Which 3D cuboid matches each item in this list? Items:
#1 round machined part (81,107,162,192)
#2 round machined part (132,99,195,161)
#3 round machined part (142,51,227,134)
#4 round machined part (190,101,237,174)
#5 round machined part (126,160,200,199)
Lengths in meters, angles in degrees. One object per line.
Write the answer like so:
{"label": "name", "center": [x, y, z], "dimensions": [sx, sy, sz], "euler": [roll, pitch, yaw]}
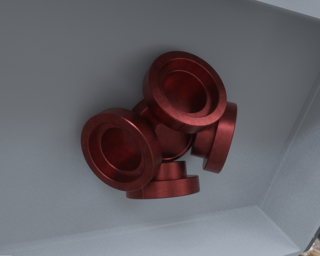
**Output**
{"label": "round machined part", "center": [-0.041, 0.022, 0.364], "dimensions": [0.042, 0.098, 0.097], "euler": [-39, 144, -54]}
{"label": "round machined part", "center": [0.007, 0.006, 0.404], "dimensions": [0.099, 0.042, 0.097], "euler": [-14, 125, -21]}
{"label": "round machined part", "center": [0.025, -0.038, 0.363], "dimensions": [0.099, 0.098, 0.042], "euler": [-4, 158, -27]}
{"label": "round machined part", "center": [0.069, 0.009, 0.418], "dimensions": [0.042, 0.098, 0.097], "euler": [14, 116, 5]}
{"label": "round machined part", "center": [0.002, 0.067, 0.416], "dimensions": [0.099, 0.098, 0.042], "euler": [-2, 83, -28]}
